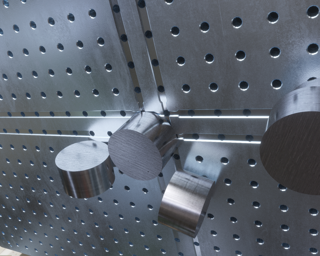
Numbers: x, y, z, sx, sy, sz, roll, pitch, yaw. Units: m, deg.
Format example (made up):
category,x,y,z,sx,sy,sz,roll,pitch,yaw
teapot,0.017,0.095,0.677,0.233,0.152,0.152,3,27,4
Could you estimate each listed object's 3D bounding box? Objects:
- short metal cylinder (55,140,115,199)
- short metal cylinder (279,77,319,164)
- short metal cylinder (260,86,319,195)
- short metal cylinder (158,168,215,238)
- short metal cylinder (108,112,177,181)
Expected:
category,x,y,z,sx,sy,sz,roll,pitch,yaw
short metal cylinder,-0.113,0.061,0.473,0.080,0.080,0.050,9,122,23
short metal cylinder,0.163,-0.004,0.306,0.080,0.050,0.079,13,124,21
short metal cylinder,0.132,0.010,0.267,0.080,0.050,0.079,13,124,21
short metal cylinder,0.037,0.100,0.418,0.050,0.080,0.079,19,126,17
short metal cylinder,-0.023,0.024,0.422,0.080,0.050,0.079,13,124,21
